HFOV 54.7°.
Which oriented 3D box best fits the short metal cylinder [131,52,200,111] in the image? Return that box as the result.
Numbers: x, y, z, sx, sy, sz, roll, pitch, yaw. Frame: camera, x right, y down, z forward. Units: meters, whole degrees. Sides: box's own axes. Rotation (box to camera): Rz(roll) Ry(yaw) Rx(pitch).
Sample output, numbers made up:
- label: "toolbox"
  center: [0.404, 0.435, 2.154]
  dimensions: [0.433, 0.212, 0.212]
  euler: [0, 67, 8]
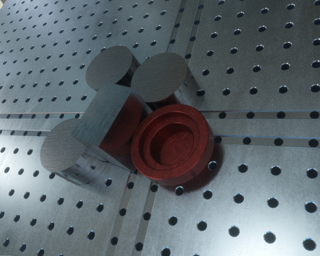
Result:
- label: "short metal cylinder"
  center: [0.008, -0.055, 0.422]
  dimensions: [0.080, 0.050, 0.080]
  euler: [-13, 56, 21]

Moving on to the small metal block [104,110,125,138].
- label: "small metal block"
  center: [-0.073, -0.013, 0.454]
  dimensions: [0.050, 0.025, 0.050]
  euler: [16, 70, 34]

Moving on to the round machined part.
- label: "round machined part"
  center: [0.018, 0.023, 0.374]
  dimensions: [0.098, 0.042, 0.098]
  euler: [-13, 56, 21]

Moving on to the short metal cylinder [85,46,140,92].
- label: "short metal cylinder"
  center: [-0.066, -0.079, 0.475]
  dimensions: [0.080, 0.050, 0.080]
  euler: [-13, 56, 21]

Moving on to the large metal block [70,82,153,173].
- label: "large metal block"
  center: [-0.052, 0.000, 0.397]
  dimensions: [0.050, 0.080, 0.080]
  euler: [17, 71, 35]

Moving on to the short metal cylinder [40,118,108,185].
- label: "short metal cylinder"
  center: [-0.118, 0.033, 0.434]
  dimensions: [0.080, 0.050, 0.080]
  euler: [-13, 56, 21]
